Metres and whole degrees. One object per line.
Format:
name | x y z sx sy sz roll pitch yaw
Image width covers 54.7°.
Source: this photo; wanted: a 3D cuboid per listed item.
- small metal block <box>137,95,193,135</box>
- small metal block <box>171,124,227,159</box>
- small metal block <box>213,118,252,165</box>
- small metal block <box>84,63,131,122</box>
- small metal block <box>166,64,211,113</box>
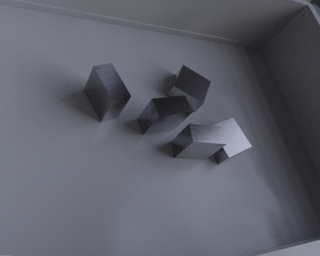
small metal block | 0.005 -0.016 0.402 0.050 0.050 0.025 -9 67 -32
small metal block | 0.050 0.019 0.404 0.050 0.050 0.025 5 60 -26
small metal block | 0.095 0.018 0.446 0.050 0.025 0.050 -19 72 -35
small metal block | -0.066 -0.043 0.380 0.025 0.050 0.050 -20 73 -36
small metal block | 0.044 -0.059 0.465 0.050 0.025 0.050 30 52 -9
